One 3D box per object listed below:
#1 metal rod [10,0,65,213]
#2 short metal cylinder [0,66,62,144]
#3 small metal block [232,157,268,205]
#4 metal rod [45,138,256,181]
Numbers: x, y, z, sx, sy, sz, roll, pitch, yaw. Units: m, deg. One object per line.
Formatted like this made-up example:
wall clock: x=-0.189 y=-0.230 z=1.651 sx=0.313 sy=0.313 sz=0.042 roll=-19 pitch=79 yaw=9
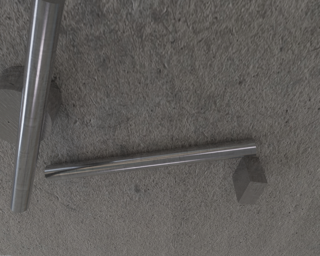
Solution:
metal rod: x=-0.142 y=0.000 z=0.340 sx=0.025 sy=0.025 sz=0.298 roll=16 pitch=128 yaw=-13
short metal cylinder: x=-0.163 y=-0.026 z=0.367 sx=0.081 sy=0.050 sz=0.079 roll=0 pitch=130 yaw=0
small metal block: x=0.131 y=0.077 z=0.458 sx=0.025 sy=0.050 sz=0.050 roll=8 pitch=130 yaw=-7
metal rod: x=-0.018 y=0.047 z=0.446 sx=0.301 sy=0.025 sz=0.025 roll=-8 pitch=130 yaw=6
